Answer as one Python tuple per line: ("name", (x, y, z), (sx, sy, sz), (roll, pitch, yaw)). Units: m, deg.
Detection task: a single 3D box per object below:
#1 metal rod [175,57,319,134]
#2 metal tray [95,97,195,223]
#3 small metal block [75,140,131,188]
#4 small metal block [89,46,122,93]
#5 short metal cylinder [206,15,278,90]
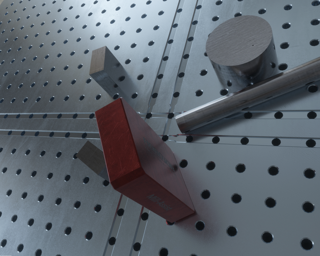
("metal rod", (0.160, -0.059, 0.360), (0.301, 0.025, 0.025), (-22, 54, 14))
("metal tray", (-0.012, 0.038, 0.323), (0.030, 0.130, 0.090), (-29, 52, 10))
("small metal block", (-0.072, 0.047, 0.400), (0.050, 0.050, 0.025), (30, 78, 37))
("small metal block", (-0.085, -0.092, 0.491), (0.025, 0.050, 0.050), (-15, 56, 20))
("short metal cylinder", (0.105, -0.096, 0.395), (0.080, 0.050, 0.080), (-13, 56, 20))
